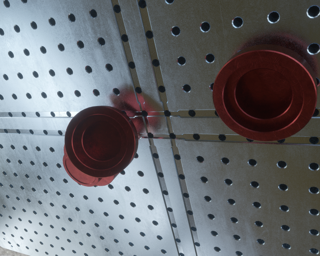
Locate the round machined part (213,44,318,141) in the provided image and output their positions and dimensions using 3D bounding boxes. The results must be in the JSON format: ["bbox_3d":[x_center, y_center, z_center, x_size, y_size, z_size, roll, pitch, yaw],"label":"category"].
[{"bbox_3d":[0.108,-0.038,0.320,0.098,0.042,0.097,13,124,21],"label":"round machined part"}]

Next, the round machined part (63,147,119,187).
[{"bbox_3d":[-0.115,0.055,0.495,0.098,0.042,0.097,13,124,21],"label":"round machined part"}]

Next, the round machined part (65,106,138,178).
[{"bbox_3d":[-0.078,0.017,0.435,0.098,0.042,0.097,1,96,7],"label":"round machined part"}]
